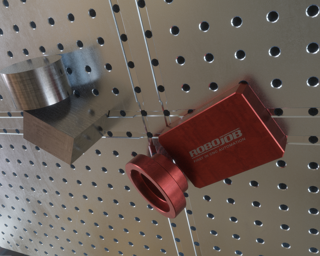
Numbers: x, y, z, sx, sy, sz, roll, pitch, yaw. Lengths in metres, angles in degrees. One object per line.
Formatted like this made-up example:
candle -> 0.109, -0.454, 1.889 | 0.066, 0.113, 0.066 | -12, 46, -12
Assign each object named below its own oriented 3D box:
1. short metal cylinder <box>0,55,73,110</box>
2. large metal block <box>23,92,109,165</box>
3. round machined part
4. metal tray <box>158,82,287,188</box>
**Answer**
short metal cylinder -> -0.167, -0.064, 0.424 | 0.080, 0.080, 0.050 | 3, 120, 27
large metal block -> -0.133, -0.005, 0.443 | 0.080, 0.080, 0.050 | 28, 128, 11
round machined part -> 0.000, 0.074, 0.430 | 0.098, 0.042, 0.097 | 38, 152, 25
metal tray -> 0.072, 0.015, 0.379 | 0.130, 0.030, 0.090 | -31, 101, 38
